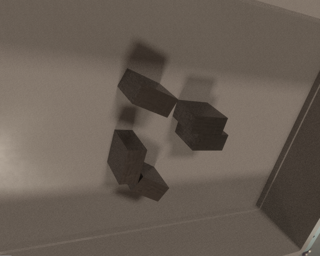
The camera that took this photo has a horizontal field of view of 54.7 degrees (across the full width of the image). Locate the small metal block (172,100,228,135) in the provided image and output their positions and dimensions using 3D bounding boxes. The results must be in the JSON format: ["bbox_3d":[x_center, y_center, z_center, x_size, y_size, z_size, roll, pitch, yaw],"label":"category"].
[{"bbox_3d":[0.053,-0.015,0.414,0.050,0.050,0.025,2,117,-30],"label":"small metal block"}]

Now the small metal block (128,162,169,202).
[{"bbox_3d":[-0.022,0.069,0.425,0.050,0.050,0.025,31,101,-39],"label":"small metal block"}]

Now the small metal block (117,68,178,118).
[{"bbox_3d":[-0.015,-0.041,0.360,0.050,0.050,0.025,20,108,-36],"label":"small metal block"}]

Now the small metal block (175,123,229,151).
[{"bbox_3d":[0.057,0.008,0.430,0.050,0.050,0.025,2,118,-30],"label":"small metal block"}]

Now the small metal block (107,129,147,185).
[{"bbox_3d":[-0.043,0.036,0.393,0.025,0.050,0.050,2,118,-30],"label":"small metal block"}]
